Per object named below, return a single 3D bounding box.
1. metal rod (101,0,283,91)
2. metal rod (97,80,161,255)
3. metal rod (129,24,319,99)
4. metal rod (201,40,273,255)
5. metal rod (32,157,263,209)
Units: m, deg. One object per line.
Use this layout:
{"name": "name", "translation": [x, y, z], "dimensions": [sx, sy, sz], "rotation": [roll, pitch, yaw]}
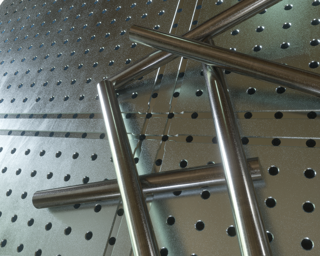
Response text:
{"name": "metal rod", "translation": [0.039, -0.120, 0.430], "dimensions": [0.300, 0.025, 0.025], "rotation": [-24, 53, 24]}
{"name": "metal rod", "translation": [-0.042, 0.044, 0.369], "dimensions": [0.025, 0.025, 0.300], "rotation": [-29, 49, 9]}
{"name": "metal rod", "translation": [0.089, -0.081, 0.376], "dimensions": [0.300, 0.025, 0.025], "rotation": [23, 74, 25]}
{"name": "metal rod", "translation": [0.073, -0.006, 0.348], "dimensions": [0.025, 0.025, 0.300], "rotation": [-19, 47, 17]}
{"name": "metal rod", "translation": [-0.032, 0.071, 0.379], "dimensions": [0.301, 0.025, 0.025], "rotation": [-12, 57, 21]}
